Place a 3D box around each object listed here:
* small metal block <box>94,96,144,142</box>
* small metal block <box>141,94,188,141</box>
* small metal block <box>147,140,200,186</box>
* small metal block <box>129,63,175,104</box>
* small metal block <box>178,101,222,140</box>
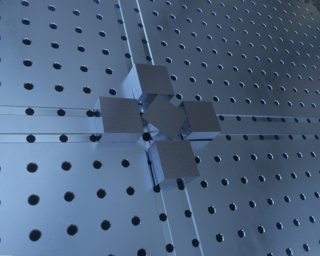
[{"bbox_3d":[-0.052,-0.010,0.387,0.050,0.025,0.050,1,61,-28],"label":"small metal block"},{"bbox_3d":[0.002,-0.010,0.416,0.050,0.025,0.050,36,51,-5],"label":"small metal block"},{"bbox_3d":[0.017,0.043,0.392,0.050,0.025,0.050,0,62,-29],"label":"small metal block"},{"bbox_3d":[-0.012,-0.062,0.441,0.050,0.025,0.050,-1,62,-29],"label":"small metal block"},{"bbox_3d":[0.055,-0.011,0.446,0.050,0.025,0.050,0,62,-29],"label":"small metal block"}]
